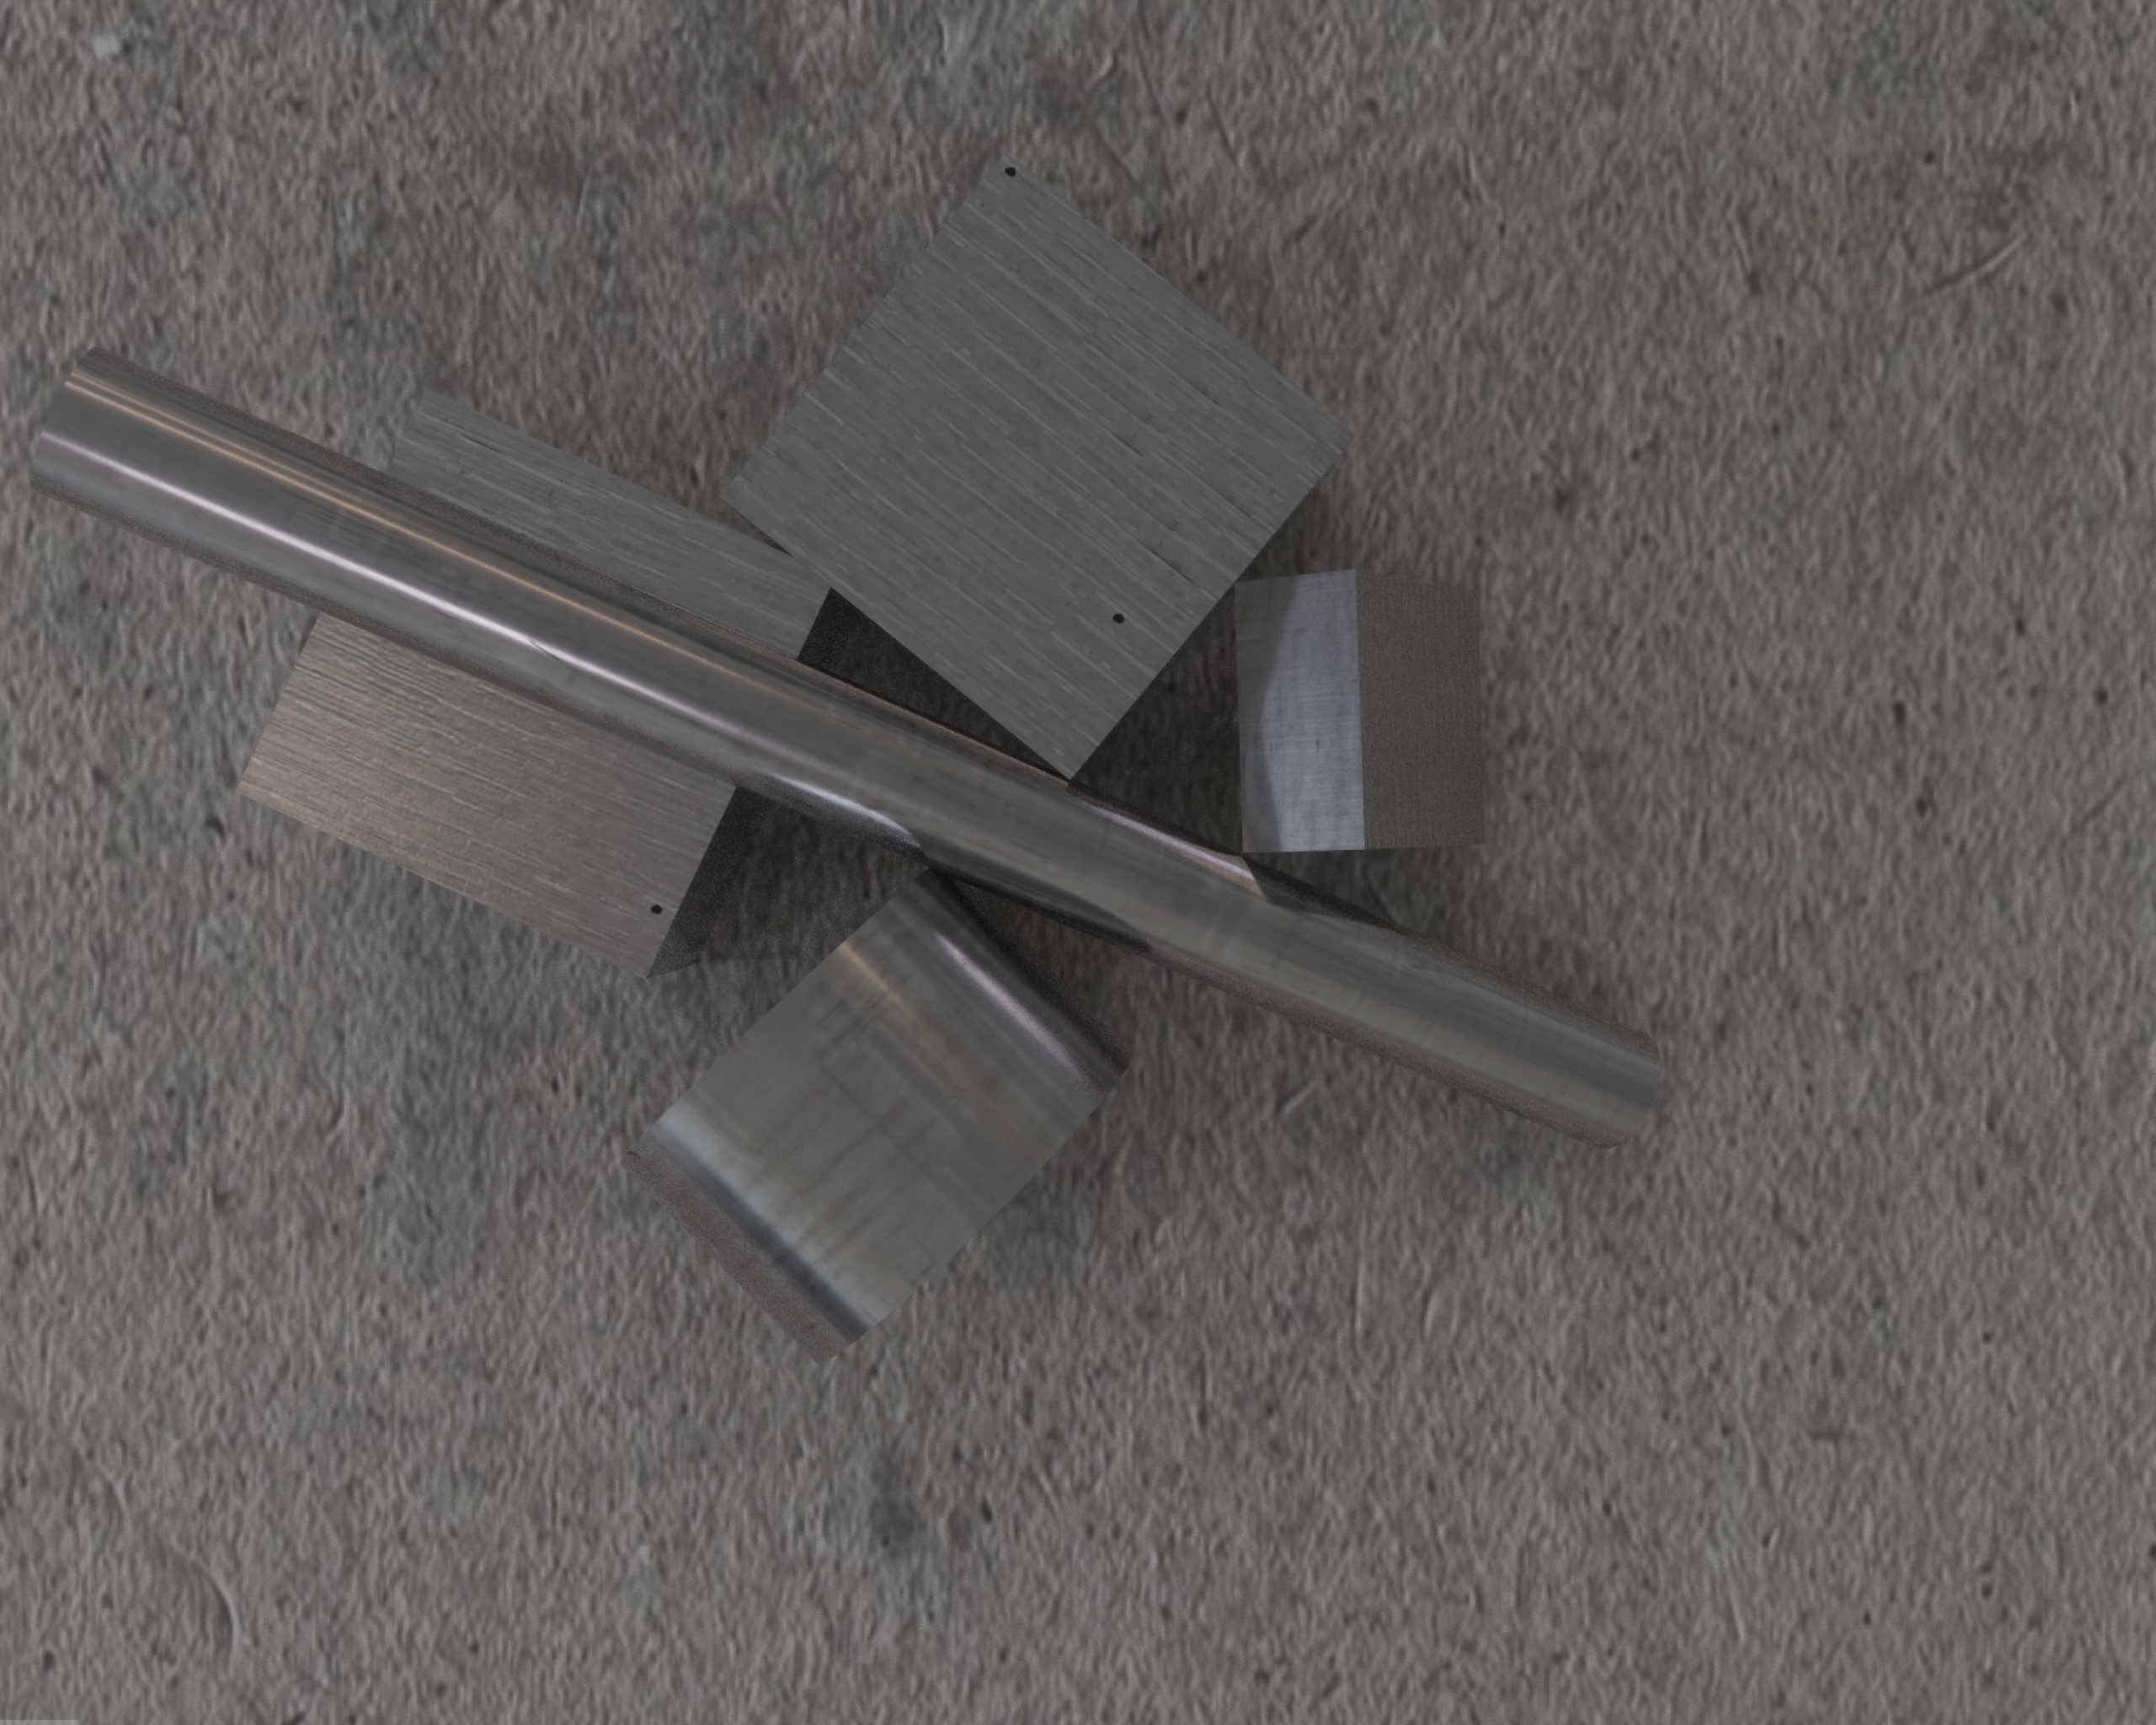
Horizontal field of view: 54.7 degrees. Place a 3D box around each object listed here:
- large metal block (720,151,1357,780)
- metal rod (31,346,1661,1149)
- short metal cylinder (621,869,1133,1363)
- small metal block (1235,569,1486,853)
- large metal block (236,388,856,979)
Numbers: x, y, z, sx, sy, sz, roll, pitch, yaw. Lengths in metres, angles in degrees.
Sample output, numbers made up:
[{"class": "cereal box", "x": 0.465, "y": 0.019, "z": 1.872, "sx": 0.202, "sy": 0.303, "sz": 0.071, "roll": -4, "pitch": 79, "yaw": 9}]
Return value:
[{"class": "large metal block", "x": -0.007, "y": -0.071, "z": 0.396, "sx": 0.080, "sy": 0.050, "sz": 0.080, "roll": 39, "pitch": 90, "yaw": 0}, {"class": "metal rod", "x": -0.026, "y": -0.012, "z": 0.370, "sx": 0.302, "sy": 0.025, "sz": 0.025, "roll": 23, "pitch": 90, "yaw": -17}, {"class": "short metal cylinder", "x": -0.036, "y": 0.045, "z": 0.383, "sx": 0.080, "sy": 0.080, "sz": 0.050, "roll": -44, "pitch": 90, "yaw": 0}, {"class": "small metal block", "x": 0.054, "y": -0.028, "z": 0.397, "sx": 0.025, "sy": 0.050, "sz": 0.050, "roll": -2, "pitch": 90, "yaw": 36}, {"class": "large metal block", "x": -0.097, "y": -0.032, "z": 0.398, "sx": 0.080, "sy": 0.050, "sz": 0.080, "roll": 25, "pitch": 90, "yaw": 0}]
